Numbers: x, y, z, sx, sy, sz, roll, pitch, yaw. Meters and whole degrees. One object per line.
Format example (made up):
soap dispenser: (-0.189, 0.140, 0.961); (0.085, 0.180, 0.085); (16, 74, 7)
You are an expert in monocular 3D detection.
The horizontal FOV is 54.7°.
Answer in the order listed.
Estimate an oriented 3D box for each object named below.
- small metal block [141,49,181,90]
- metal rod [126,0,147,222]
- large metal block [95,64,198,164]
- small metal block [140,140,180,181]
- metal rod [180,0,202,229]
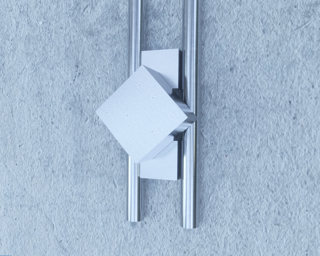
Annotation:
small metal block: (0.004, -0.075, 0.407); (0.050, 0.025, 0.050); (1, 90, 19)
metal rod: (-0.032, -0.025, 0.421); (0.025, 0.025, 0.298); (1, 90, 19)
large metal block: (-0.015, -0.015, 0.373); (0.080, 0.050, 0.080); (-43, 77, 15)
small metal block: (0.002, 0.041, 0.407); (0.050, 0.025, 0.050); (1, 90, 19)
metal rod: (0.040, -0.024, 0.396); (0.025, 0.025, 0.298); (1, 90, 19)
